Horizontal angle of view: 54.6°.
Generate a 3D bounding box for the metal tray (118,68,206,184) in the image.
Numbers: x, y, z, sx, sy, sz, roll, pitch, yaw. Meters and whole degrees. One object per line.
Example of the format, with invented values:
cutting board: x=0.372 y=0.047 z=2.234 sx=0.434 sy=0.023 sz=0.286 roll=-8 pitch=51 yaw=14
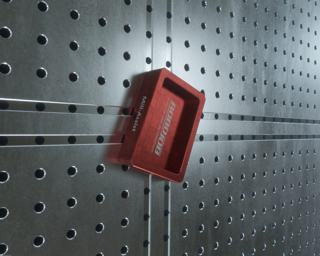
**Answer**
metal tray: x=0.007 y=-0.002 z=0.410 sx=0.090 sy=0.030 sz=0.130 roll=28 pitch=73 yaw=-37
